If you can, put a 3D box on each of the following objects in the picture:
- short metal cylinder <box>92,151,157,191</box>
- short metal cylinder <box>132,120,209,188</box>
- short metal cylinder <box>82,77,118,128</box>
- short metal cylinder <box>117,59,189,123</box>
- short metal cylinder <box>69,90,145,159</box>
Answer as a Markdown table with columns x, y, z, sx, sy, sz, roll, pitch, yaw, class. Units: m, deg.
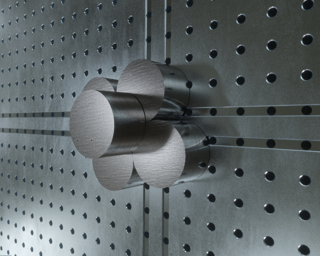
| x | y | z | sx | sy | sz | roll | pitch | yaw | class |
| --- | --- | --- | --- | --- | --- | --- | --- | --- | --- |
| -0.048 | 0.043 | 0.430 | 0.080 | 0.050 | 0.079 | 0 | 90 | 39 | short metal cylinder |
| 0.013 | 0.030 | 0.380 | 0.080 | 0.050 | 0.079 | 0 | 90 | 39 | short metal cylinder |
| -0.071 | -0.031 | 0.449 | 0.080 | 0.050 | 0.079 | 0 | 90 | 39 | short metal cylinder |
| -0.010 | -0.045 | 0.398 | 0.080 | 0.050 | 0.079 | 0 | 90 | 39 | short metal cylinder |
| -0.065 | -0.005 | 0.377 | 0.080 | 0.050 | 0.079 | 2 | 92 | 39 | short metal cylinder |
